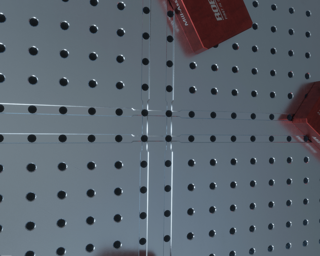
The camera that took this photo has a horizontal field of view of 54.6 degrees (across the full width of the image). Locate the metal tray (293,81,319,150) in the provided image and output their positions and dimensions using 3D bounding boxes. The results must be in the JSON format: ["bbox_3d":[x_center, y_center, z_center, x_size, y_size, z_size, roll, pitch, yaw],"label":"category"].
[{"bbox_3d":[0.292,-0.007,0.516,0.130,0.030,0.090,40,77,-16],"label":"metal tray"}]

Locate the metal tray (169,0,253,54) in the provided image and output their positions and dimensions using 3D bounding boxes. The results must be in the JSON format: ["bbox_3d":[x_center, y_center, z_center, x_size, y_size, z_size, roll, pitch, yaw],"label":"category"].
[{"bbox_3d":[0.064,-0.182,0.433,0.090,0.030,0.130,-30,100,-18],"label":"metal tray"}]
